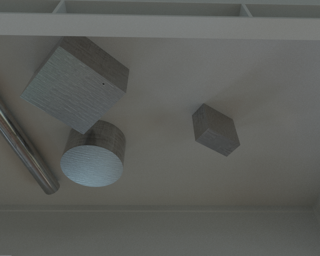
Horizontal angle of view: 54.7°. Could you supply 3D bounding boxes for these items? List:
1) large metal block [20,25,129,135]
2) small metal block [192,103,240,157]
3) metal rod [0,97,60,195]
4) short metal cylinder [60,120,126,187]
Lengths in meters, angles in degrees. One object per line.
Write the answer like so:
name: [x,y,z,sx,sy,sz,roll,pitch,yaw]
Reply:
large metal block: [-0.093,-0.051,0.348,0.080,0.050,0.080,35,122,-26]
small metal block: [0.071,0.002,0.396,0.050,0.050,0.025,26,125,-21]
metal rod: [-0.203,-0.016,0.392,0.025,0.025,0.299,-10,130,8]
short metal cylinder: [-0.089,0.035,0.421,0.081,0.050,0.079,0,130,0]
